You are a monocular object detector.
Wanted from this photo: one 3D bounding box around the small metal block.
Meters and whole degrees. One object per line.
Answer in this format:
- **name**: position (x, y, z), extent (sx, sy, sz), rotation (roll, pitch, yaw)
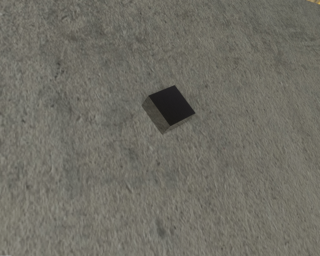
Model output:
- **small metal block**: position (0.012, -0.025, 0.425), extent (0.050, 0.025, 0.050), rotation (-27, 77, -37)
